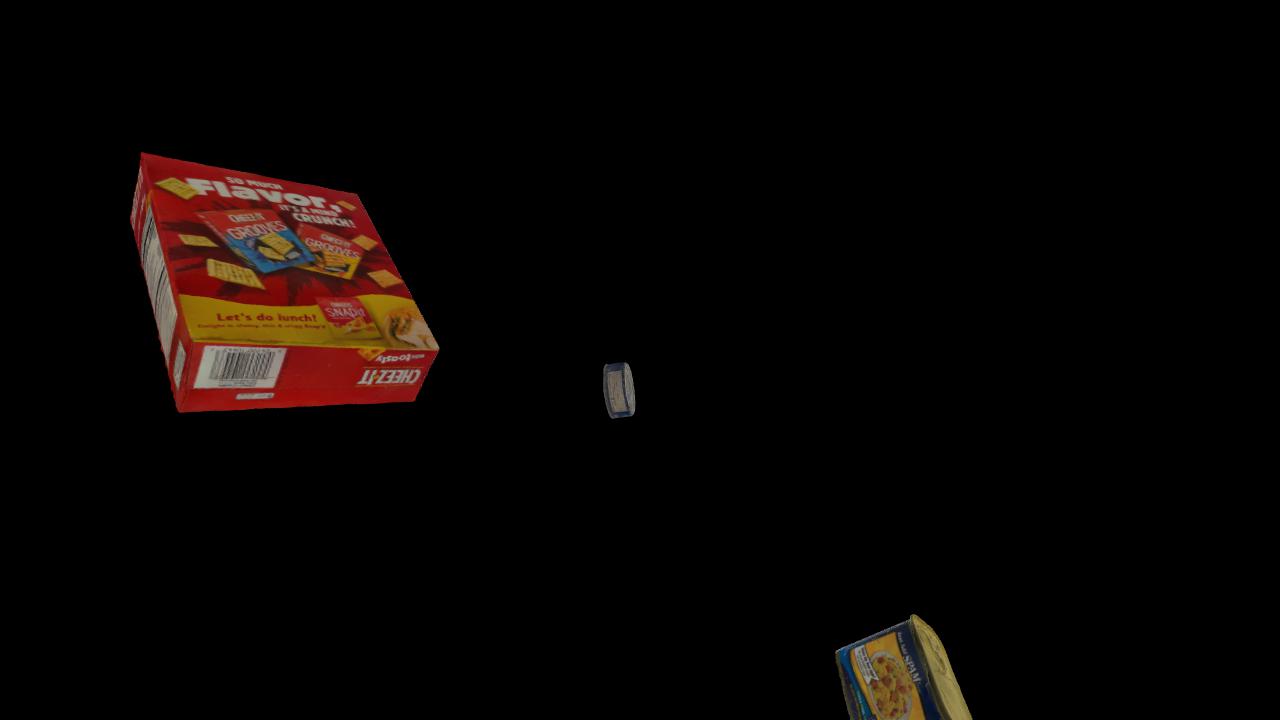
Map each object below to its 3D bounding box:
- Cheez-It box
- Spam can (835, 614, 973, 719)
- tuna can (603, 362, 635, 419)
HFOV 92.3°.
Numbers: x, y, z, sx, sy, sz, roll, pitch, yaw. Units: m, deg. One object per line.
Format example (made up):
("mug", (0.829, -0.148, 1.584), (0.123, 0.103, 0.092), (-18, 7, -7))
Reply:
("Cheez-It box", (-0.282, -0.062, 0.486), (0.166, 0.071, 0.223), (0, 44, -49))
("Spam can", (0.229, 0.291, 0.540), (0.085, 0.058, 0.101), (-37, 26, 24))
("tuna can", (-0.030, 0.046, 0.932), (0.034, 0.084, 0.084), (-7, -1, 7))
